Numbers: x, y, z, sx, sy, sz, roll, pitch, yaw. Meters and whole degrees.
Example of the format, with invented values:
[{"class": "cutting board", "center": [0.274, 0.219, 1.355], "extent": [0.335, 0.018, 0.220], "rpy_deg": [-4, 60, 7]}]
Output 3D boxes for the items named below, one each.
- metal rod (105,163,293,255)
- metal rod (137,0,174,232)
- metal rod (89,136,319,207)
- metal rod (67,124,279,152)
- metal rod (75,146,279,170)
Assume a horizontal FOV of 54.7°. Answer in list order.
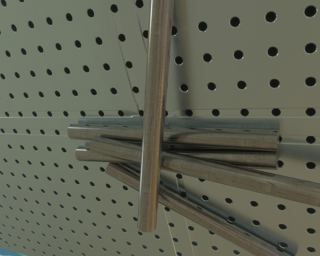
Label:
[{"class": "metal rod", "center": [0.053, 0.126, 0.460], "extent": [0.301, 0.025, 0.025], "rpy_deg": [27, 128, 11]}, {"class": "metal rod", "center": [-0.007, -0.013, 0.359], "extent": [0.025, 0.025, 0.298], "rpy_deg": [11, 109, 21]}, {"class": "metal rod", "center": [0.045, 0.048, 0.382], "extent": [0.301, 0.025, 0.025], "rpy_deg": [11, 123, 22]}, {"class": "metal rod", "center": [-0.001, 0.010, 0.416], "extent": [0.301, 0.025, 0.025], "rpy_deg": [2, 119, 27]}, {"class": "metal rod", "center": [0.004, 0.039, 0.431], "extent": [0.300, 0.025, 0.025], "rpy_deg": [-1, 118, 28]}]
